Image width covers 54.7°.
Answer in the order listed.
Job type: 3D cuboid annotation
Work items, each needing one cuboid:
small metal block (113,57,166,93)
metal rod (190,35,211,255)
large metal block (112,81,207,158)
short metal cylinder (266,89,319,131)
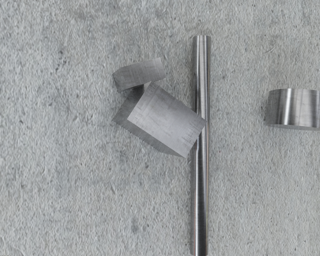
[{"bbox_3d":[-0.027,-0.065,0.386,0.050,0.050,0.025,-19,97,-19],"label":"small metal block"},{"bbox_3d":[0.056,0.024,0.429,0.025,0.025,0.298,1,90,-20],"label":"metal rod"},{"bbox_3d":[-0.004,-0.009,0.378,0.080,0.080,0.050,35,79,-17],"label":"large metal block"},{"bbox_3d":[0.199,-0.025,0.453,0.081,0.080,0.050,7,88,-20],"label":"short metal cylinder"}]
